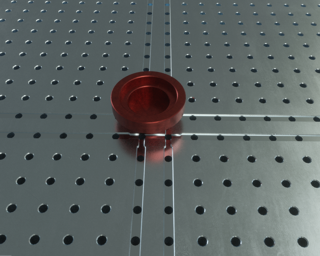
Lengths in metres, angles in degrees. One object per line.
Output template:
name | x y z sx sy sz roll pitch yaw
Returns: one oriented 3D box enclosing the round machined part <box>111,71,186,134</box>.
round machined part | -0.015 -0.030 0.422 0.099 0.042 0.098 0 50 0
